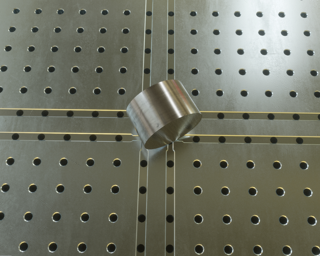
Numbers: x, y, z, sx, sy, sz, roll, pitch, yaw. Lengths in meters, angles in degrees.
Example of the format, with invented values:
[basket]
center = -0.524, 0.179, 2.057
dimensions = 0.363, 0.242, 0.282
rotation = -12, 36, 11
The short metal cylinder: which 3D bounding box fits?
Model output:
[short metal cylinder]
center = 0.005, -0.016, 0.388
dimensions = 0.080, 0.080, 0.050
rotation = -27, 72, -9
